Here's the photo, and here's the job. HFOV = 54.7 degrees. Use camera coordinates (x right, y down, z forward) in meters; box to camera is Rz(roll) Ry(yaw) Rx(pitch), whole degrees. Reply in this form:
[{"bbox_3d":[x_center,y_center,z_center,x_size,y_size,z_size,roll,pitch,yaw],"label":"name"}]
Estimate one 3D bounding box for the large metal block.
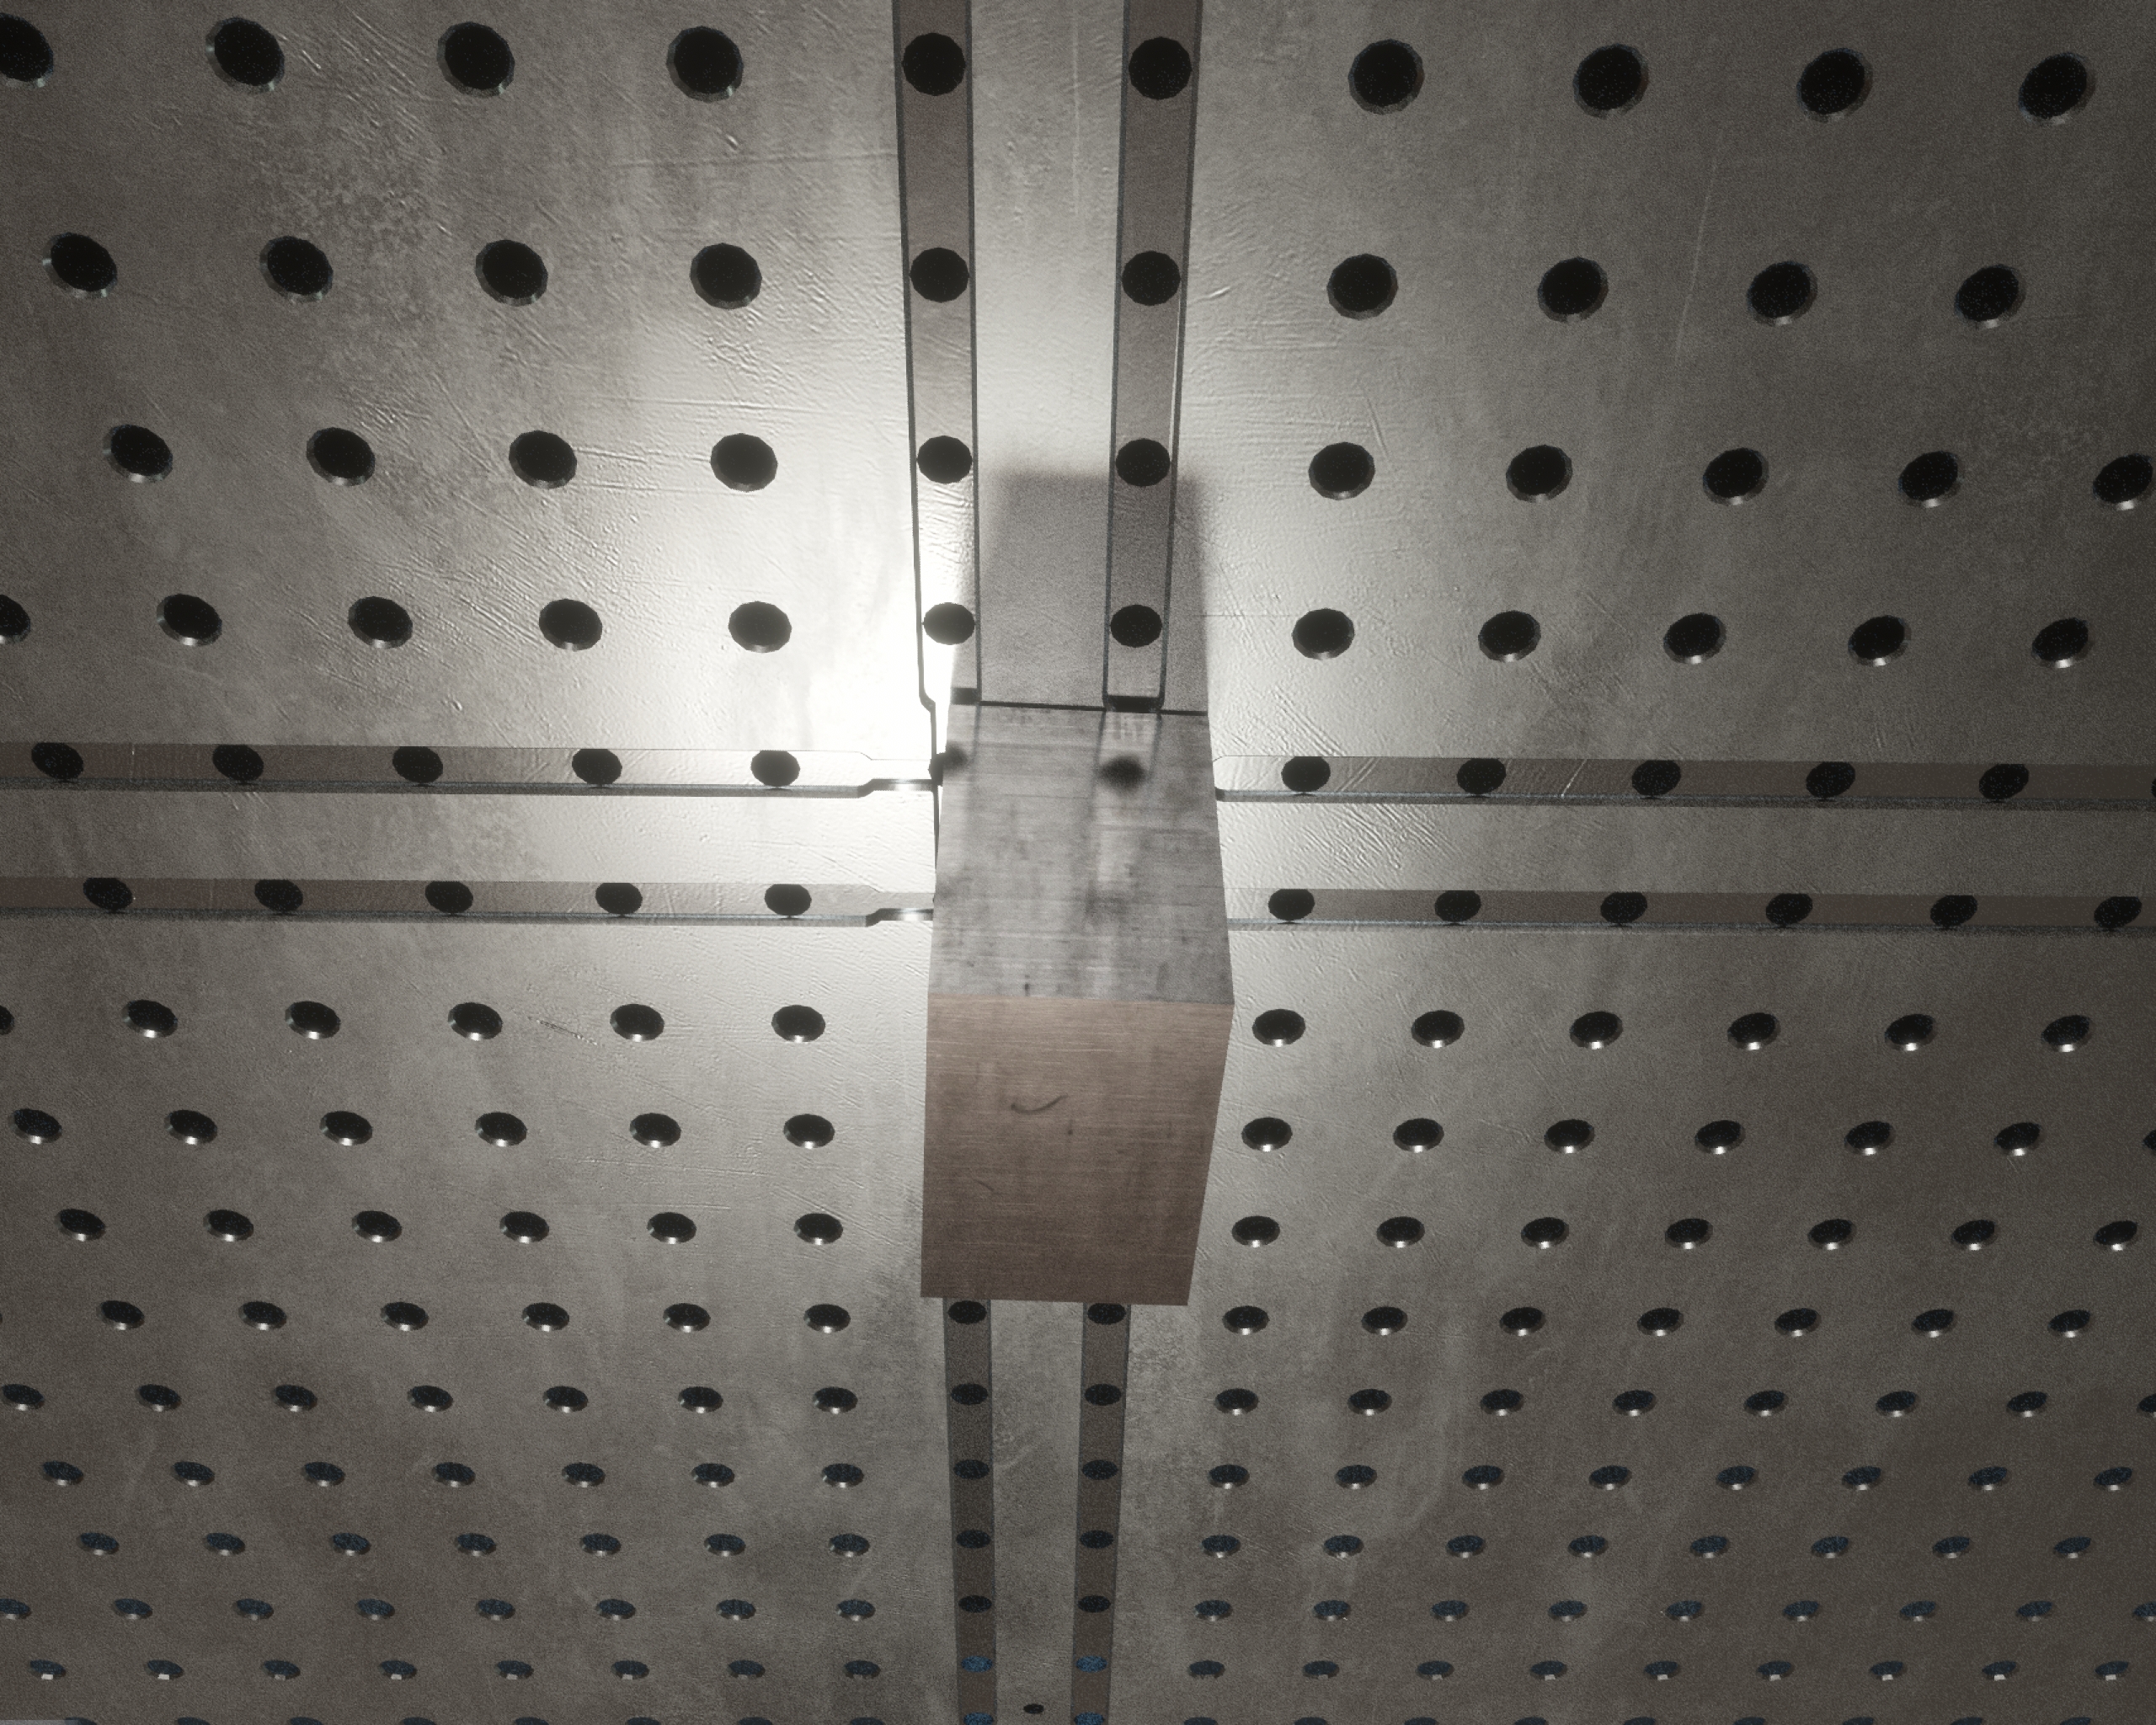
[{"bbox_3d":[-0.002,0.027,0.397,0.050,0.080,0.079,3,130,-3],"label":"large metal block"}]
